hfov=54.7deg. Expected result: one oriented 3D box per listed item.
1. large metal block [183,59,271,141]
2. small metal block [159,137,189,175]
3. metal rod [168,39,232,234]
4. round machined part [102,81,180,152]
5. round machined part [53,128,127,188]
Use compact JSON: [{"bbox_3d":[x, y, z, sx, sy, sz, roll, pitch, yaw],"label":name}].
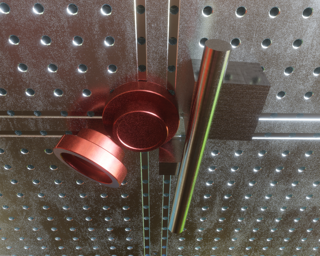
[{"bbox_3d":[0.074,-0.032,0.368,0.081,0.050,0.079,3,130,-3],"label":"large metal block"},{"bbox_3d":[0.024,0.038,0.428,0.050,0.050,0.025,0,130,-1],"label":"small metal block"},{"bbox_3d":[0.039,0.037,0.377,0.025,0.025,0.298,4,130,-4],"label":"metal rod"},{"bbox_3d":[-0.024,-0.007,0.394,0.099,0.042,0.097,0,130,0],"label":"round machined part"},{"bbox_3d":[-0.087,0.037,0.412,0.098,0.042,0.098,22,154,12],"label":"round machined part"}]
